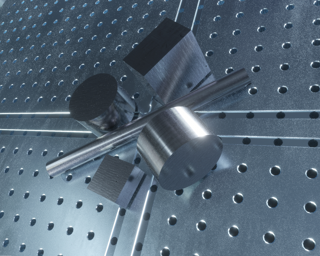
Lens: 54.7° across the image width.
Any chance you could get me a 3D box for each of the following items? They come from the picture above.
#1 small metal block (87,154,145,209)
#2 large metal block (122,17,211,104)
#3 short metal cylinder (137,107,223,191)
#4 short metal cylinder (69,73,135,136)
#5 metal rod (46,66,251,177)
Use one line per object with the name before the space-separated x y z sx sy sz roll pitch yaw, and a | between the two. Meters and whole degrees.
small metal block | -0.056 0.066 0.392 0.050 0.025 0.050 16 70 34
large metal block | 0.011 -0.083 0.414 0.080 0.080 0.050 -45 51 -3
short metal cylinder | 0.022 0.023 0.343 0.080 0.080 0.050 -40 52 1
short metal cylinder | -0.083 -0.032 0.451 0.080 0.050 0.080 -13 56 21
metal rod | -0.024 -0.003 0.418 0.301 0.025 0.025 -25 53 12
